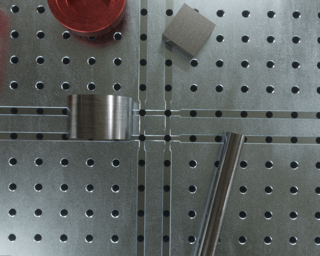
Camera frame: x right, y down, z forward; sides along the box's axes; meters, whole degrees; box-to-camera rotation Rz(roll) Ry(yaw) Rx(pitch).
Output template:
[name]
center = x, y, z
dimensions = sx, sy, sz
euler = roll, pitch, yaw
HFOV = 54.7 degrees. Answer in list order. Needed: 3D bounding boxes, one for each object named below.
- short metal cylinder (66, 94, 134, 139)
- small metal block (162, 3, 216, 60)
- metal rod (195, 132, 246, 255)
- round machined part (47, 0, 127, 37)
[short metal cylinder]
center = -0.074, -0.013, 0.385
dimensions = 0.081, 0.080, 0.050
euler = 1, 90, -1
[small metal block]
center = 0.038, -0.128, 0.414
dimensions = 0.050, 0.025, 0.050
euler = 35, 90, -1
[metal rod]
center = 0.065, 0.152, 0.414
dimensions = 0.025, 0.025, 0.298
euler = 14, 90, -1
[round machined part]
center = -0.091, -0.167, 0.404
dimensions = 0.099, 0.042, 0.097
euler = 0, 90, -1
